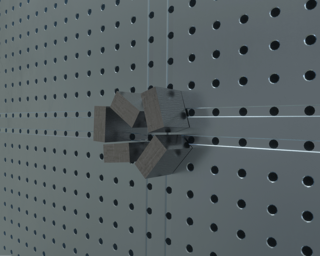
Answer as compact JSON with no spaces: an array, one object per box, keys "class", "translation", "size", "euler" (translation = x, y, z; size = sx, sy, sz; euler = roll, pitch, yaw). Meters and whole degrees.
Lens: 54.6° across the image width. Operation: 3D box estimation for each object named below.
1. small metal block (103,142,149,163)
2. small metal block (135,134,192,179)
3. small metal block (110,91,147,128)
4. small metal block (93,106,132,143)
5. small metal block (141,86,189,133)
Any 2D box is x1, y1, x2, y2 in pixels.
[{"class":"small metal block","translation":[-0.042,0.033,0.428],"size":[0.050,0.050,0.025],"euler":[-6,86,40]},{"class":"small metal block","translation":[0.004,0.035,0.390],"size":[0.025,0.050,0.050],"euler":[50,120,29]},{"class":"small metal block","translation":[-0.030,-0.025,0.419],"size":[0.050,0.050,0.025],"euler":[41,116,32]},{"class":"small metal block","translation":[-0.068,-0.006,0.450],"size":[0.025,0.050,0.050],"euler":[5,94,40]},{"class":"small metal block","translation":[0.007,-0.022,0.388],"size":[0.025,0.050,0.050],"euler":[-21,76,38]}]
